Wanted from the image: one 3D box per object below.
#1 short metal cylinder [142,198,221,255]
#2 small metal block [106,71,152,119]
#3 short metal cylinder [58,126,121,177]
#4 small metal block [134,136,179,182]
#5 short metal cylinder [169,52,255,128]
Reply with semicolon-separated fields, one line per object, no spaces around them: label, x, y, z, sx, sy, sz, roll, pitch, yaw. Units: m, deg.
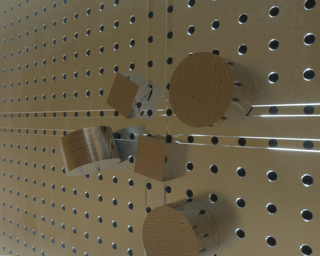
short metal cylinder;0.025;0.129;0.372;0.080;0.050;0.079;0;90;40
small metal block;-0.045;-0.047;0.447;0.050;0.025;0.050;37;113;33
short metal cylinder;-0.104;0.035;0.459;0.080;0.081;0.050;-29;72;36
small metal block;-0.005;0.040;0.414;0.050;0.025;0.050;12;97;39
short metal cylinder;0.057;-0.040;0.346;0.080;0.050;0.079;0;90;40
